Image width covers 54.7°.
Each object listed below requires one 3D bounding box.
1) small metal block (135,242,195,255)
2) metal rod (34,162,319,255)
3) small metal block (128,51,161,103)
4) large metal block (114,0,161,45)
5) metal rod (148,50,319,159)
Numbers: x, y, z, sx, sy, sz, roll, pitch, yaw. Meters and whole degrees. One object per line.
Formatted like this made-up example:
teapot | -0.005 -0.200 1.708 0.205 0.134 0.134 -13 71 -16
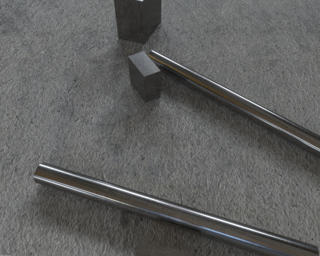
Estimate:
small metal block | 0.003 0.129 0.279 0.050 0.050 0.025 9 51 7
metal rod | 0.005 0.089 0.328 0.301 0.025 0.025 15 52 11
small metal block | -0.022 -0.074 0.449 0.025 0.050 0.050 -23 54 -19
large metal block | -0.036 -0.207 0.541 0.050 0.080 0.080 17 52 14
metal rod | 0.101 -0.039 0.437 0.300 0.025 0.025 33 57 24
